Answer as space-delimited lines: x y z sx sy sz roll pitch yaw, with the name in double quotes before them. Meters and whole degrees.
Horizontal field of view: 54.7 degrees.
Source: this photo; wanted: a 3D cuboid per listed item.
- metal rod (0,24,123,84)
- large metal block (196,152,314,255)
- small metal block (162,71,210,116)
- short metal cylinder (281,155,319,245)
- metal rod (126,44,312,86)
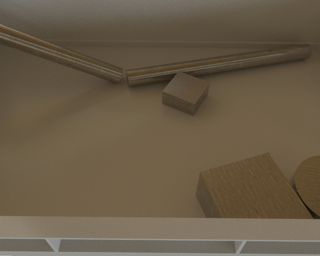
"metal rod" -0.194 -0.119 0.413 0.302 0.025 0.025 17 46 -24
"large metal block" 0.092 0.081 0.322 0.081 0.050 0.080 -14 52 -12
"small metal block" 0.038 -0.050 0.448 0.050 0.025 0.050 24 54 18
"short metal cylinder" 0.176 0.076 0.328 0.081 0.050 0.080 0 50 0
"metal rod" 0.098 -0.101 0.489 0.302 0.025 0.025 -10 51 -10
